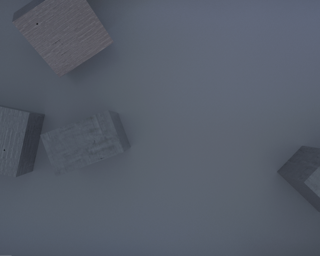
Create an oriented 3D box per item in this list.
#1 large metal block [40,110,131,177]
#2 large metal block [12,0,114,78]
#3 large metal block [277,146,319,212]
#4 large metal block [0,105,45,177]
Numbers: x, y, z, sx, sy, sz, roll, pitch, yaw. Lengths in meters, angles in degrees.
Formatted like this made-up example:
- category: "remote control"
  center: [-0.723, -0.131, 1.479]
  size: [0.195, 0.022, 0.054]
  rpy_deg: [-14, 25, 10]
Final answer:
- category: "large metal block"
  center: [-0.086, 0.017, 0.383]
  size: [0.080, 0.080, 0.050]
  rpy_deg: [-20, 90, 0]
- category: "large metal block"
  center: [-0.117, -0.123, 0.379]
  size: [0.080, 0.050, 0.080]
  rpy_deg: [-34, 127, 0]
- category: "large metal block"
  center: [0.207, 0.070, 0.385]
  size: [0.080, 0.080, 0.050]
  rpy_deg: [44, 90, 0]
- category: "large metal block"
  center: [-0.205, 0.012, 0.397]
  size: [0.080, 0.050, 0.080]
  rpy_deg: [12, 90, 0]
